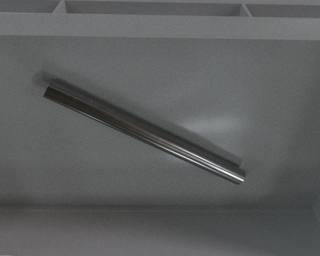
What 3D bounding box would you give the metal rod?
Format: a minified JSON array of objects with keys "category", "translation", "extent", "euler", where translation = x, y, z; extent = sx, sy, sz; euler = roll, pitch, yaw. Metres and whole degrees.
[{"category":"metal rod","translation":[-0.005,0.014,0.418],"extent":[0.302,0.025,0.025],"euler":[26,125,-21]}]
